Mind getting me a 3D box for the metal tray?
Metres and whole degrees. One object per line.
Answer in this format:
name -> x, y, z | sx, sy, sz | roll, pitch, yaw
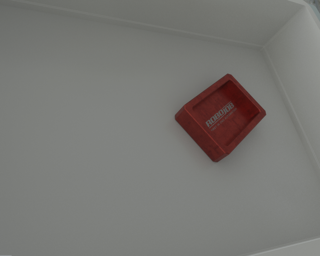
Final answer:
metal tray -> 0.095, -0.020, 0.467 | 0.090, 0.030, 0.131 | 49, 51, 6
